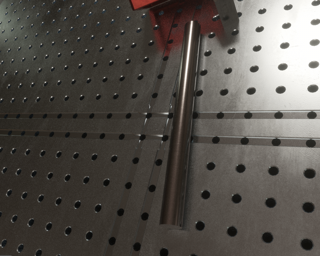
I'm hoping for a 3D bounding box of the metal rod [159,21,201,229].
[{"bbox_3d":[0.031,-0.024,0.405,0.025,0.025,0.299,-6,59,25],"label":"metal rod"}]

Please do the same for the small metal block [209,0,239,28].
[{"bbox_3d":[0.091,-0.186,0.458,0.025,0.050,0.050,-26,53,12],"label":"small metal block"}]

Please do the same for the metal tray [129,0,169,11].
[{"bbox_3d":[0.021,-0.230,0.502,0.130,0.030,0.090,-14,18,19],"label":"metal tray"}]
